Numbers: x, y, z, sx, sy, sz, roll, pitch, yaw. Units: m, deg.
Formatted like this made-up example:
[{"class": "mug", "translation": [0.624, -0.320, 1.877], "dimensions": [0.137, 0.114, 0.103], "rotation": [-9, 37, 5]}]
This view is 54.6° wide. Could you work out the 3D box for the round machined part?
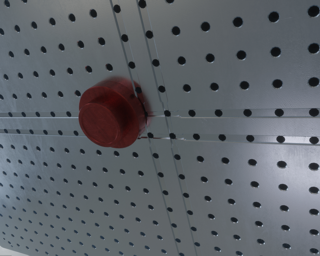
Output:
[{"class": "round machined part", "translation": [-0.073, -0.012, 0.432], "dimensions": [0.098, 0.042, 0.097], "rotation": [13, 124, 21]}]
